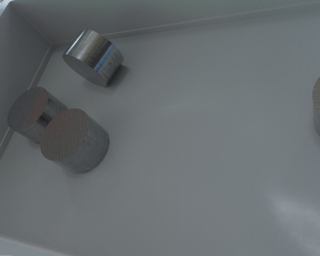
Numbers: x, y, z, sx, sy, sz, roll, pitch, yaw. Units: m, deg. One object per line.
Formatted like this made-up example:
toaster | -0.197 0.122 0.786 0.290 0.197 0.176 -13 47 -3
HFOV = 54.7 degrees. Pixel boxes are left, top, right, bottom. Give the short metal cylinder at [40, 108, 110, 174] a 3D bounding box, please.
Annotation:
short metal cylinder | -0.120 0.019 0.439 0.080 0.050 0.080 -13 56 20

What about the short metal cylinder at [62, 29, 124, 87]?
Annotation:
short metal cylinder | -0.105 -0.110 0.491 0.080 0.080 0.050 21 73 35

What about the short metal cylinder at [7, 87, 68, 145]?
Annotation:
short metal cylinder | -0.196 -0.020 0.502 0.080 0.050 0.080 -13 56 20

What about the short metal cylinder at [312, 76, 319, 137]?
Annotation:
short metal cylinder | 0.194 -0.020 0.301 0.080 0.050 0.080 -13 56 20
